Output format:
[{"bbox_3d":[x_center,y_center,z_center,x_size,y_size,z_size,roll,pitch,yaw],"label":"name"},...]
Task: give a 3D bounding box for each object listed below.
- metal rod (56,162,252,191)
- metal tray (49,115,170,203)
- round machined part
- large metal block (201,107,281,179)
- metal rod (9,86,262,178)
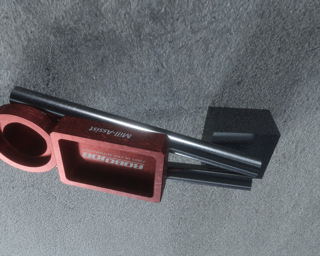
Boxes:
[{"bbox_3d":[-0.035,0.052,0.410,0.301,0.025,0.025,5,131,11],"label":"metal rod"},{"bbox_3d":[-0.057,0.039,0.370,0.131,0.030,0.089,10,131,7],"label":"metal tray"},{"bbox_3d":[-0.166,0.008,0.395,0.099,0.042,0.097,6,130,8],"label":"round machined part"},{"bbox_3d":[0.100,0.020,0.409,0.081,0.050,0.079,3,130,-3],"label":"large metal block"},{"bbox_3d":[-0.030,0.004,0.369,0.302,0.025,0.025,16,129,2],"label":"metal rod"}]
